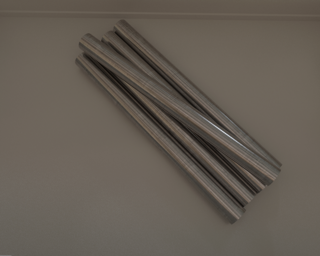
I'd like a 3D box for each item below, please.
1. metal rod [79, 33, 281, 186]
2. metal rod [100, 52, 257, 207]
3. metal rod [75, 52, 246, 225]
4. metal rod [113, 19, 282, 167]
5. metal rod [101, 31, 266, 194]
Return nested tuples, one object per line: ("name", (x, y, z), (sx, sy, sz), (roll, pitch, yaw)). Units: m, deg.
("metal rod", (0.016, -0.030, 0.392), (0.300, 0.025, 0.025), (37, 74, 12))
("metal rod", (0.007, -0.015, 0.414), (0.025, 0.025, 0.300), (-41, 75, -14))
("metal rod", (-0.009, 0.004, 0.407), (0.025, 0.025, 0.300), (-41, 75, -14))
("metal rod", (0.042, -0.049, 0.426), (0.025, 0.025, 0.300), (-41, 75, -14))
("metal rod", (0.026, -0.030, 0.419), (0.025, 0.025, 0.300), (-41, 75, -14))
